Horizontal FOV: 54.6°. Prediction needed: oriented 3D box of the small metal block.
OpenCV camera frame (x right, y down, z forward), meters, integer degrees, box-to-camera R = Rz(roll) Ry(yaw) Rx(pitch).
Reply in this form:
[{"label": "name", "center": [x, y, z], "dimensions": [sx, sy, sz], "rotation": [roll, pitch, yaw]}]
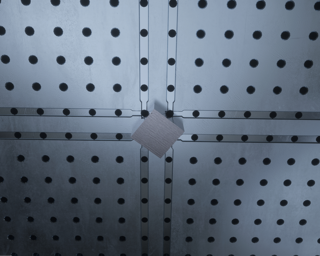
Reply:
[{"label": "small metal block", "center": [-0.003, 0.004, 0.415], "dimensions": [0.050, 0.025, 0.050], "rotation": [37, 106, -13]}]
